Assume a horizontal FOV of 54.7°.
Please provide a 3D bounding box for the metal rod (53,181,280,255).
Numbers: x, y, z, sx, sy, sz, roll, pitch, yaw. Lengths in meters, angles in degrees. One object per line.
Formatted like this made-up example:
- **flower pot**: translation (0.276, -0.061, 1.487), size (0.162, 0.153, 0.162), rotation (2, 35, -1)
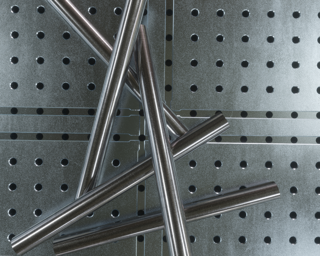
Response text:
- **metal rod**: translation (0.009, 0.121, 0.413), size (0.302, 0.025, 0.025), rotation (-14, 90, -1)

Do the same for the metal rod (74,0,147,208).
- **metal rod**: translation (-0.062, -0.038, 0.392), size (0.025, 0.025, 0.298), rotation (16, 98, -1)

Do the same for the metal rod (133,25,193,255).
- **metal rod**: translation (-0.002, 0.010, 0.369), size (0.025, 0.025, 0.299), rotation (-11, 73, 0)

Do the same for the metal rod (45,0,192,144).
- **metal rod**: translation (-0.060, -0.087, 0.412), size (0.025, 0.025, 0.300), rotation (-43, 91, 0)

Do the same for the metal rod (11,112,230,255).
- **metal rod**: translation (-0.048, 0.069, 0.386), size (0.301, 0.025, 0.025), rotation (-31, 90, -1)
